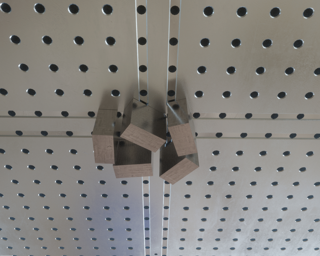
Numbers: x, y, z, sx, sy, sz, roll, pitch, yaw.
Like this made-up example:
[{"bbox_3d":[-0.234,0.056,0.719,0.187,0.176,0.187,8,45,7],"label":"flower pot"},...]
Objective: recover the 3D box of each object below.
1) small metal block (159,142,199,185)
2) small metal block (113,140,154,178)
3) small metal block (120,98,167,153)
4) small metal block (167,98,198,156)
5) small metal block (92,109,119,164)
[{"bbox_3d":[0.026,0.042,0.430,0.025,0.050,0.050,35,122,-25],"label":"small metal block"},{"bbox_3d":[-0.035,0.041,0.429,0.050,0.050,0.025,-4,130,3],"label":"small metal block"},{"bbox_3d":[-0.020,-0.004,0.392,0.050,0.050,0.025,27,126,-21],"label":"small metal block"},{"bbox_3d":[0.028,-0.001,0.394,0.025,0.050,0.050,-13,128,10],"label":"small metal block"},{"bbox_3d":[-0.070,0.011,0.404,0.025,0.050,0.050,3,131,-2],"label":"small metal block"}]
